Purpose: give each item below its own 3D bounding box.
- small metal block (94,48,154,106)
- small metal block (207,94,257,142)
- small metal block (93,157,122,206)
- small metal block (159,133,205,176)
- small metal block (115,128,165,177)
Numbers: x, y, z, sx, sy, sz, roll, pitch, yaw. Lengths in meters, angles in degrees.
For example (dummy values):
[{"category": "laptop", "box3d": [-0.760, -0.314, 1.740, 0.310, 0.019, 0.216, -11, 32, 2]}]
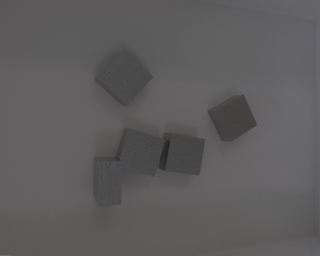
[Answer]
[{"category": "small metal block", "box3d": [-0.046, -0.063, 0.393, 0.050, 0.025, 0.050, 44, 76, -15]}, {"category": "small metal block", "box3d": [0.105, -0.015, 0.449, 0.050, 0.025, 0.050, -30, 100, -18]}, {"category": "small metal block", "box3d": [-0.064, 0.063, 0.374, 0.025, 0.050, 0.050, 1, 90, -20]}, {"category": "small metal block", "box3d": [0.030, 0.035, 0.421, 0.050, 0.025, 0.050, 11, 86, -20]}, {"category": "small metal block", "box3d": [-0.027, 0.031, 0.401, 0.050, 0.025, 0.050, 18, 84, -19]}]
